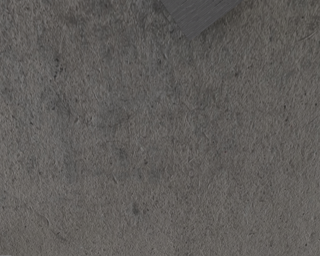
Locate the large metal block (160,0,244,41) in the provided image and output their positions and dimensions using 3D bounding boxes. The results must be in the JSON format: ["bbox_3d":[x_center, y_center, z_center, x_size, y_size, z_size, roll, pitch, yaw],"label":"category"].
[{"bbox_3d":[0.040,-0.155,0.339,0.080,0.050,0.080,-36,107,12],"label":"large metal block"}]
